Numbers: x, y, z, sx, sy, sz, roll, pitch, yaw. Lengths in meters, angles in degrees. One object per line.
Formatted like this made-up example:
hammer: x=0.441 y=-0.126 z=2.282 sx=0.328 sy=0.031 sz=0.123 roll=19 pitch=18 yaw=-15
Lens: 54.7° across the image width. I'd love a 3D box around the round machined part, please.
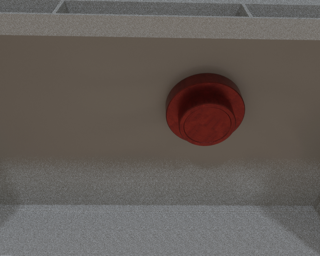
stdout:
round machined part: x=0.057 y=-0.015 z=0.386 sx=0.099 sy=0.042 sz=0.097 roll=-1 pitch=130 yaw=0
